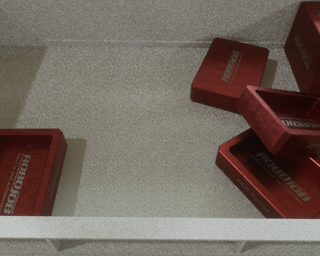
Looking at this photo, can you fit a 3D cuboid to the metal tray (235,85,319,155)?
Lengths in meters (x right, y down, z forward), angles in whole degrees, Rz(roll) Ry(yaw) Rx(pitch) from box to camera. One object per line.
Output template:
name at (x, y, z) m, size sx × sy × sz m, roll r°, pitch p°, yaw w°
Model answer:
metal tray at (0.168, -0.009, 0.376) m, size 0.131 × 0.030 × 0.090 m, roll 3°, pitch 40°, yaw -25°

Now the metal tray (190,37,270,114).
metal tray at (0.109, -0.083, 0.473) m, size 0.090 × 0.030 × 0.130 m, roll 17°, pitch 52°, yaw 13°

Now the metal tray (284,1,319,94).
metal tray at (0.229, -0.117, 0.463) m, size 0.030 × 0.089 × 0.130 m, roll 1°, pitch 50°, yaw 1°

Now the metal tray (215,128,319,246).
metal tray at (0.140, 0.055, 0.357) m, size 0.091 × 0.030 × 0.130 m, roll -27°, pitch 55°, yaw -21°

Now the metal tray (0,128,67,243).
metal tray at (-0.164, 0.059, 0.349) m, size 0.091 × 0.030 × 0.130 m, roll 0°, pitch 50°, yaw -1°
